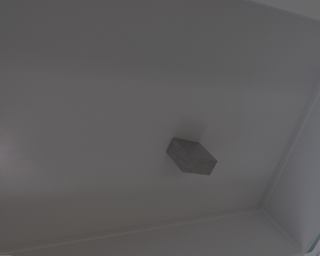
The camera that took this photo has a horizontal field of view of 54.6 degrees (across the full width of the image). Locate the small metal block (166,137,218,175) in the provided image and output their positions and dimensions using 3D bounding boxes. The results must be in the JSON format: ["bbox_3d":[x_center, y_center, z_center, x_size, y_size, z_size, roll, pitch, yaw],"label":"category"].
[{"bbox_3d":[0.045,0.040,0.441,0.050,0.050,0.025,12,112,-33],"label":"small metal block"}]
